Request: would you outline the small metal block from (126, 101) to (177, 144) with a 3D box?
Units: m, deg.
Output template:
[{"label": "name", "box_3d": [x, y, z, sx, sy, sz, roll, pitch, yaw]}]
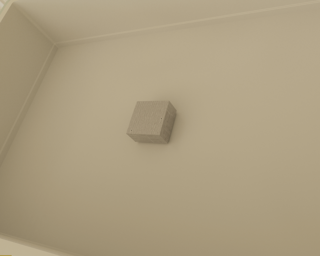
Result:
[{"label": "small metal block", "box_3d": [-0.011, -0.008, 0.413, 0.050, 0.025, 0.050, 2, 63, 29]}]
